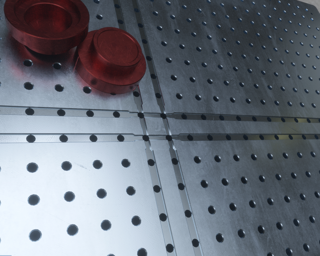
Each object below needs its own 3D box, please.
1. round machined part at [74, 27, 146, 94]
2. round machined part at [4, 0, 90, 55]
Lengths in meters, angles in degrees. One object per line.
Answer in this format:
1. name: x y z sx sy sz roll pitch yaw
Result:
1. round machined part: -0.064 -0.099 0.424 0.099 0.042 0.098 14 56 -21
2. round machined part: -0.142 -0.132 0.395 0.099 0.042 0.098 9 56 -13
